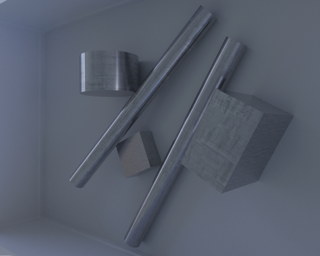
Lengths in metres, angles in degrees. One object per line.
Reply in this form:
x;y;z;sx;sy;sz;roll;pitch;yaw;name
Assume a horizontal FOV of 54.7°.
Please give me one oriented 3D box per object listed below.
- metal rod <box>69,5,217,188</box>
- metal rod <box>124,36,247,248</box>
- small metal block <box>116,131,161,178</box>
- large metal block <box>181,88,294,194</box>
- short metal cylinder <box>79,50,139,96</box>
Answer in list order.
-0.033;-0.027;0.410;0.299;0.025;0.025;-50;61;20;metal rod
0.022;0.032;0.386;0.025;0.025;0.298;39;113;33;metal rod
-0.030;0.037;0.429;0.050;0.025;0.050;-29;72;36;small metal block
0.078;0.011;0.306;0.050;0.081;0.079;35;111;34;large metal block
-0.069;-0.072;0.426;0.080;0.081;0.050;-1;89;39;short metal cylinder
